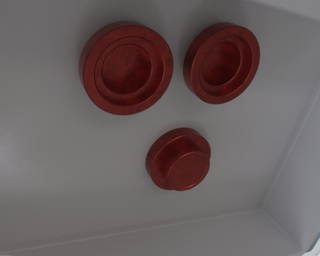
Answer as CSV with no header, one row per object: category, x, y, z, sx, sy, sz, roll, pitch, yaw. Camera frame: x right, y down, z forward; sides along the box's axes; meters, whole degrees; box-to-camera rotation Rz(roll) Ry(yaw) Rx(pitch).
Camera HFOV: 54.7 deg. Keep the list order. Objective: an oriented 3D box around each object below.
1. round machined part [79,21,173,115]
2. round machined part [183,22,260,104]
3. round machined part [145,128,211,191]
round machined part,-0.038,-0.066,0.336,0.099,0.042,0.097,-14,124,-21
round machined part,0.071,-0.082,0.386,0.099,0.042,0.097,-14,124,-21
round machined part,0.032,0.052,0.447,0.099,0.042,0.097,-14,124,-21
